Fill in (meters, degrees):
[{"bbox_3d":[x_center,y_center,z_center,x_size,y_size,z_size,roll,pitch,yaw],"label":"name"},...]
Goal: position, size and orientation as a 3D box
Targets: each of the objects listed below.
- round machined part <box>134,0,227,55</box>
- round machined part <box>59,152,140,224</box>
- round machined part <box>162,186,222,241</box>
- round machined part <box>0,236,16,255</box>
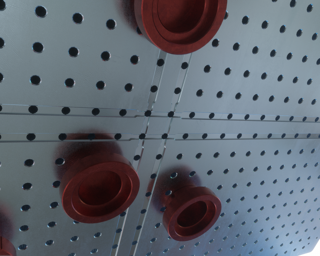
[{"bbox_3d":[0.018,-0.131,0.328,0.099,0.042,0.097,-14,124,-21],"label":"round machined part"},{"bbox_3d":[-0.079,0.072,0.401,0.099,0.042,0.097,-14,124,-21],"label":"round machined part"},{"bbox_3d":[0.048,0.134,0.509,0.099,0.042,0.097,-14,124,-21],"label":"round machined part"},{"bbox_3d":[-0.228,0.163,0.376,0.099,0.042,0.097,-14,124,-21],"label":"round machined part"}]
